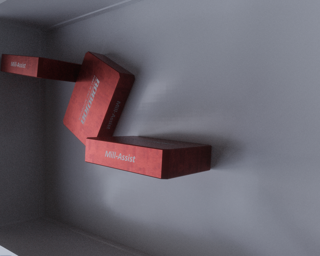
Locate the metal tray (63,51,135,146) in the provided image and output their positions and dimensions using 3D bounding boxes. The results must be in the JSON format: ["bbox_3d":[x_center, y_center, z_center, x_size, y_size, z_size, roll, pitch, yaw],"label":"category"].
[{"bbox_3d":[-0.099,-0.042,0.482,0.090,0.030,0.129,37,113,33],"label":"metal tray"}]

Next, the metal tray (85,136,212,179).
[{"bbox_3d":[-0.016,0.031,0.375,0.130,0.091,0.030,5,94,39],"label":"metal tray"}]

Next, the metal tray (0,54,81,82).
[{"bbox_3d":[-0.194,-0.100,0.520,0.130,0.091,0.030,14,99,39],"label":"metal tray"}]
